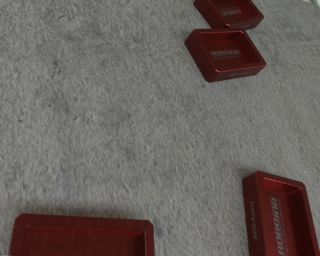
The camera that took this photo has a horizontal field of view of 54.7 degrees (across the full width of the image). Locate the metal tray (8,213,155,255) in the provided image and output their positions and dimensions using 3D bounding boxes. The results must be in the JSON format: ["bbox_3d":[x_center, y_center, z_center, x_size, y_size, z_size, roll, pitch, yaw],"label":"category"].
[{"bbox_3d":[-0.070,0.130,0.284,0.131,0.030,0.090,11,57,-23],"label":"metal tray"}]

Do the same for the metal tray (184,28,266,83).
[{"bbox_3d":[0.117,-0.132,0.546,0.131,0.030,0.090,-14,69,-34],"label":"metal tray"}]

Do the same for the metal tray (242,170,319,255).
[{"bbox_3d":[0.160,0.129,0.410,0.091,0.030,0.130,16,55,-19],"label":"metal tray"}]

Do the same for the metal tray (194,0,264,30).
[{"bbox_3d":[0.141,-0.237,0.623,0.131,0.030,0.090,-25,75,-37],"label":"metal tray"}]
